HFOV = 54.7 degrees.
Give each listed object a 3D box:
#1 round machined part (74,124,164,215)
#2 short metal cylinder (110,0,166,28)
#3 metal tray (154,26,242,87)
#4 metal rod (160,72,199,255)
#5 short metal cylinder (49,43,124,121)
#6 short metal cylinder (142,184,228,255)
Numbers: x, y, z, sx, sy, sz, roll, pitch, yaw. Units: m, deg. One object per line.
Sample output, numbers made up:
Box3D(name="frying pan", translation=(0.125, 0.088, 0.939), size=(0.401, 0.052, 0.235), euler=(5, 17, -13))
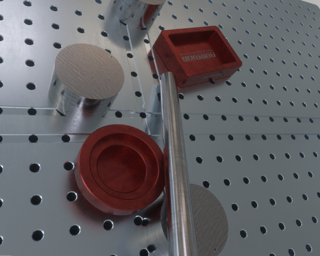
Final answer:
Box3D(name="round machined part", translation=(-0.045, 0.048, 0.344), size=(0.099, 0.042, 0.098), euler=(14, 56, -21))
Box3D(name="short metal cylinder", translation=(-0.035, -0.210, 0.501), size=(0.081, 0.050, 0.080), euler=(14, 56, -21))
Box3D(name="metal tray", translation=(0.065, -0.122, 0.514), size=(0.131, 0.030, 0.090), euler=(-18, 71, -35))
Box3D(name="metal rod", translation=(0.016, 0.028, 0.350), size=(0.025, 0.025, 0.300), euler=(18, 39, -18))
Box3D(name="short metal cylinder", translation=(-0.090, -0.055, 0.377), size=(0.081, 0.050, 0.080), euler=(14, 56, -21))
Box3D(name="short metal cylinder", translation=(0.027, 0.108, 0.341), size=(0.081, 0.050, 0.080), euler=(14, 56, -21))
